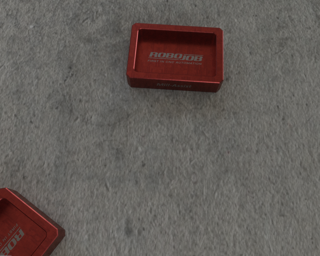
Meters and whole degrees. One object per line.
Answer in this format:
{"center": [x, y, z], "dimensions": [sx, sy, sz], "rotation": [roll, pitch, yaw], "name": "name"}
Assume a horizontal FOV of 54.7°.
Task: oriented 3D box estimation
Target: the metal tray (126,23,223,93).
{"center": [0.022, -0.101, 0.442], "dimensions": [0.131, 0.030, 0.090], "rotation": [4, 70, 1], "name": "metal tray"}

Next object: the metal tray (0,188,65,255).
{"center": [-0.186, 0.146, 0.349], "dimensions": [0.090, 0.030, 0.130], "rotation": [34, 73, 11], "name": "metal tray"}
